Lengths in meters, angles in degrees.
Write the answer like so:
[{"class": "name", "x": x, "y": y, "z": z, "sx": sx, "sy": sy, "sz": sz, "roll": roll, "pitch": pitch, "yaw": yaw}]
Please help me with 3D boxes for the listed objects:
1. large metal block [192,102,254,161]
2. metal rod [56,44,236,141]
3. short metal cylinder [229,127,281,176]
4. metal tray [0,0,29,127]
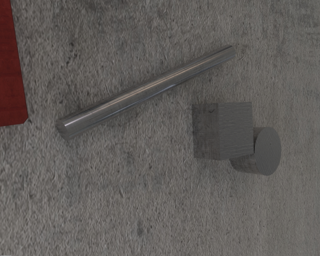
[{"class": "large metal block", "x": 0.096, "y": 0.002, "z": 0.469, "sx": 0.081, "sy": 0.050, "sz": 0.079, "roll": -5, "pitch": 94, "yaw": -40}, {"class": "metal rod", "x": 0.005, "y": -0.060, "z": 0.408, "sx": 0.302, "sy": 0.025, "sz": 0.025, "roll": -30, "pitch": 109, "yaw": -36}, {"class": "short metal cylinder", "x": 0.161, "y": 0.038, "z": 0.524, "sx": 0.081, "sy": 0.050, "sz": 0.079, "roll": 0, "pitch": 90, "yaw": -40}, {"class": "metal tray", "x": -0.170, "y": -0.062, "z": 0.259, "sx": 0.091, "sy": 0.030, "sz": 0.129, "roll": -11, "pitch": 97, "yaw": -39}]
